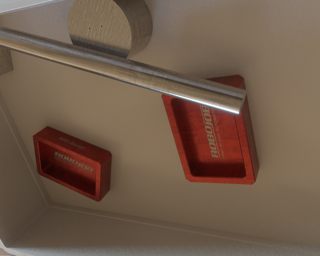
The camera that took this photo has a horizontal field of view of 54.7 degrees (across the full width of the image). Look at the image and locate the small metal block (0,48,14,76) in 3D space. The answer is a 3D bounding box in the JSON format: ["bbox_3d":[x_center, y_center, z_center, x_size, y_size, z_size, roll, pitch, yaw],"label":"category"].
[{"bbox_3d":[-0.256,-0.113,0.471,0.050,0.025,0.050,18,126,17],"label":"small metal block"}]

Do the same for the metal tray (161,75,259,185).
[{"bbox_3d":[0.063,0.006,0.374,0.090,0.030,0.129,-3,117,29],"label":"metal tray"}]

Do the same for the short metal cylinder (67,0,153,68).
[{"bbox_3d":[-0.055,-0.114,0.350,0.080,0.050,0.079,13,124,20],"label":"short metal cylinder"}]

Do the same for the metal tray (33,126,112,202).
[{"bbox_3d":[-0.146,0.060,0.516,0.130,0.030,0.089,20,126,15],"label":"metal tray"}]

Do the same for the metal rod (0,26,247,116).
[{"bbox_3d":[-0.060,-0.068,0.332,0.301,0.025,0.025,18,125,17],"label":"metal rod"}]
